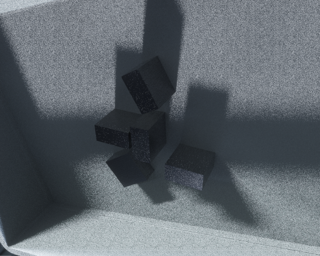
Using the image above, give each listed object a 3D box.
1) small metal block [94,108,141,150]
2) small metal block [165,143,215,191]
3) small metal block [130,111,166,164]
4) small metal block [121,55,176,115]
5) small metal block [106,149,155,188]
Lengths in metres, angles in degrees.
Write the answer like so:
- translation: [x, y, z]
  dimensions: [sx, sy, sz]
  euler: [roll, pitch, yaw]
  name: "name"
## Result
- translation: [-0.052, 0.000, 0.420]
  dimensions: [0.050, 0.050, 0.025]
  euler: [13, 124, 21]
  name: "small metal block"
- translation: [0.039, 0.049, 0.402]
  dimensions: [0.050, 0.050, 0.025]
  euler: [14, 124, 20]
  name: "small metal block"
- translation: [-0.014, 0.010, 0.406]
  dimensions: [0.025, 0.050, 0.050]
  euler: [11, 123, 22]
  name: "small metal block"
- translation: [-0.012, -0.052, 0.367]
  dimensions: [0.025, 0.050, 0.050]
  euler: [-17, 110, 35]
  name: "small metal block"
- translation: [-0.045, 0.058, 0.468]
  dimensions: [0.050, 0.025, 0.050]
  euler: [-24, 106, 36]
  name: "small metal block"
